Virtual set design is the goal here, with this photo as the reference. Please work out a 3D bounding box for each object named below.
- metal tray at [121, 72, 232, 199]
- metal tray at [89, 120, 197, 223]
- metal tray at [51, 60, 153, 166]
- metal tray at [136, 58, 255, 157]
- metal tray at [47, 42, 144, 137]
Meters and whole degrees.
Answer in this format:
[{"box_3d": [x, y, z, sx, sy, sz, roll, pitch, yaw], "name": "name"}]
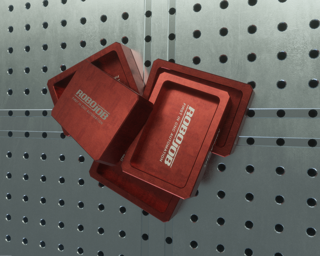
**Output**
[{"box_3d": [0.020, 0.008, 0.370, 0.090, 0.030, 0.130, 21, 85, 19], "name": "metal tray"}, {"box_3d": [-0.022, 0.053, 0.418, 0.130, 0.030, 0.090, 28, 99, 18], "name": "metal tray"}, {"box_3d": [-0.079, -0.023, 0.395, 0.130, 0.030, 0.090, 36, 94, 39], "name": "metal tray"}, {"box_3d": [0.042, -0.027, 0.394, 0.130, 0.030, 0.090, 20, 96, 19], "name": "metal tray"}, {"box_3d": [-0.090, -0.052, 0.442, 0.130, 0.030, 0.090, -24, 82, 19], "name": "metal tray"}]
